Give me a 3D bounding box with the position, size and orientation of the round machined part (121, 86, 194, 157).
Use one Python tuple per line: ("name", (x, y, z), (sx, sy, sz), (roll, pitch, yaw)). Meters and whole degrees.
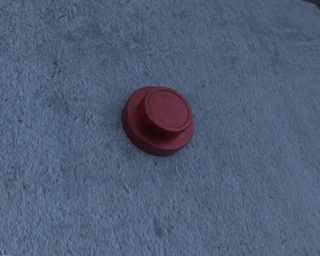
("round machined part", (0.003, -0.015, 0.406), (0.099, 0.042, 0.098), (14, 56, -21))
